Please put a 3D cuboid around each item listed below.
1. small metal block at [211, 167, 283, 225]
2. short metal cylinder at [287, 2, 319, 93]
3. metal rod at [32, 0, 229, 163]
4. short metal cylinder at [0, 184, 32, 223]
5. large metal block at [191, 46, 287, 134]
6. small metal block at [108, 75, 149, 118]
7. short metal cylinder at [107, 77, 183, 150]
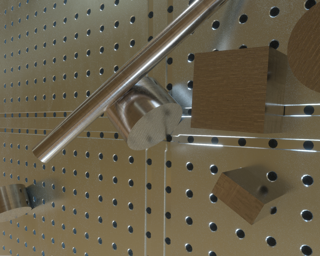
[{"bbox_3d":[0.090,0.068,0.319,0.050,0.050,0.025,37,113,34],"label":"small metal block"},{"bbox_3d":[0.158,-0.066,0.263,0.080,0.050,0.080,0,90,40],"label":"short metal cylinder"},{"bbox_3d":[-0.026,-0.068,0.350,0.300,0.025,0.025,-41,62,3],"label":"metal rod"},{"bbox_3d":[-0.310,0.154,0.630,0.080,0.081,0.050,-38,67,33],"label":"short metal cylinder"},{"bbox_3d":[0.082,-0.037,0.325,0.080,0.050,0.079,5,93,40],"label":"large metal block"},{"bbox_3d":[-0.046,-0.044,0.447,0.050,0.025,0.050,-14,81,39],"label":"small metal block"},{"bbox_3d":[-0.019,-0.017,0.389,0.050,0.081,0.080,51,120,28],"label":"short metal cylinder"}]
